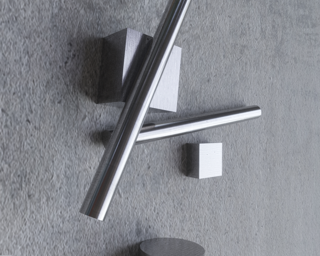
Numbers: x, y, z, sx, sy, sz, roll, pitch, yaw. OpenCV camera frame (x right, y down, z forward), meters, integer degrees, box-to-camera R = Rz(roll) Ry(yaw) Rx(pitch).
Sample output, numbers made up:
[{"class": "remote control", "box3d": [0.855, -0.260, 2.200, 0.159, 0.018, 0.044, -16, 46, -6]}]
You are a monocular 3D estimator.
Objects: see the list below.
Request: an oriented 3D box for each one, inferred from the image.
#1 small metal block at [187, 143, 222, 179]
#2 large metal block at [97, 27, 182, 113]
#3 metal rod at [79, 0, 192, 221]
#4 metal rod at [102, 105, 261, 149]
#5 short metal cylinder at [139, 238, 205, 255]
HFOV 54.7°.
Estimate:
[{"class": "small metal block", "box3d": [0.067, 0.047, 0.464, 0.050, 0.025, 0.050, 1, 90, -40]}, {"class": "large metal block", "box3d": [-0.024, -0.063, 0.370, 0.081, 0.050, 0.080, 8, 85, -40]}, {"class": "metal rod", "box3d": [-0.013, -0.052, 0.330, 0.025, 0.025, 0.299, 33, 70, -36]}, {"class": "metal rod", "box3d": [0.054, -0.007, 0.452, 0.302, 0.025, 0.025, -11, 97, -40]}, {"class": "short metal cylinder", "box3d": [0.014, 0.173, 0.383, 0.081, 0.080, 0.050, 6, 86, -40]}]
